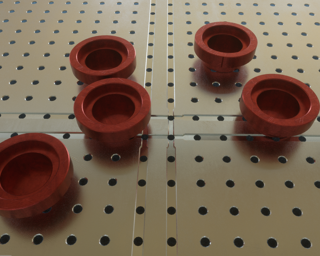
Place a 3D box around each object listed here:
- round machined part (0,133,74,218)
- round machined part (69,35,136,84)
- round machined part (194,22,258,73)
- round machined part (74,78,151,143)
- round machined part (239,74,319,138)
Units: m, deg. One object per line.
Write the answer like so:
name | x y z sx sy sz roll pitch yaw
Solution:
round machined part | -0.147 0.056 0.349 0.099 0.042 0.098 0 50 0
round machined part | -0.086 -0.097 0.478 0.099 0.042 0.098 0 50 0
round machined part | 0.104 -0.128 0.505 0.099 0.042 0.098 0 50 0
round machined part | -0.061 -0.019 0.412 0.099 0.042 0.098 0 50 0
round machined part | 0.157 -0.026 0.419 0.099 0.042 0.098 0 50 0
